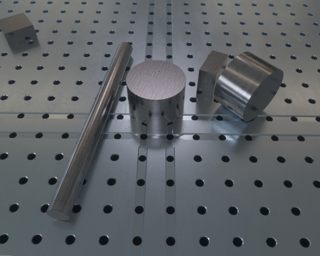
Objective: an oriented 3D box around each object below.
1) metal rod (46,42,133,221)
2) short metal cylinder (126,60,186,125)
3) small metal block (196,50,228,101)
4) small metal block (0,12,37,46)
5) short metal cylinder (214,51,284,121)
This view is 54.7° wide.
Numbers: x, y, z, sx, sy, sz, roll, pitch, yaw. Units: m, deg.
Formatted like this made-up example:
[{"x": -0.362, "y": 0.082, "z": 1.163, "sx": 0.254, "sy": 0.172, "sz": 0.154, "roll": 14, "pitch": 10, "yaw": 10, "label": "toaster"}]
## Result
[{"x": -0.083, "y": -0.020, "z": 0.423, "sx": 0.025, "sy": 0.025, "sz": 0.300, "roll": 8, "pitch": 50, "yaw": 6, "label": "metal rod"}, {"x": -0.005, "y": -0.050, "z": 0.433, "sx": 0.081, "sy": 0.050, "sz": 0.080, "roll": 0, "pitch": 50, "yaw": 0, "label": "short metal cylinder"}, {"x": 0.077, "y": -0.078, "z": 0.457, "sx": 0.025, "sy": 0.050, "sz": 0.050, "roll": 21, "pitch": 53, "yaw": 17, "label": "small metal block"}, {"x": -0.257, "y": -0.178, "z": 0.555, "sx": 0.050, "sy": 0.025, "sz": 0.050, "roll": -27, "pitch": 55, "yaw": -21, "label": "small metal block"}, {"x": 0.120, "y": -0.056, "z": 0.420, "sx": 0.080, "sy": 0.080, "sz": 0.050, "roll": -34, "pitch": 58, "yaw": -25, "label": "short metal cylinder"}]
